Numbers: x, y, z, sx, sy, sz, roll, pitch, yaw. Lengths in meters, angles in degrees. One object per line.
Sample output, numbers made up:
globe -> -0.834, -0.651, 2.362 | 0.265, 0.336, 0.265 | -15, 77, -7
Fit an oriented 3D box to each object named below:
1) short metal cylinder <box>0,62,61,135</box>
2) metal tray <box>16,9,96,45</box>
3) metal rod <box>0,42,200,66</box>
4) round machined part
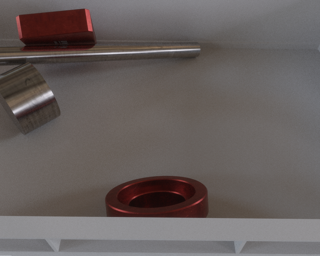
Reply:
short metal cylinder -> -0.173, -0.038, 0.399 | 0.050, 0.080, 0.080 | -34, 58, -25
metal tray -> -0.141, -0.131, 0.452 | 0.091, 0.130, 0.030 | -9, 91, -8
metal rod -> -0.076, -0.111, 0.456 | 0.303, 0.025, 0.025 | -8, 50, -24
round machined part -> -0.002, 0.082, 0.303 | 0.099, 0.042, 0.098 | -4, 9, 1
